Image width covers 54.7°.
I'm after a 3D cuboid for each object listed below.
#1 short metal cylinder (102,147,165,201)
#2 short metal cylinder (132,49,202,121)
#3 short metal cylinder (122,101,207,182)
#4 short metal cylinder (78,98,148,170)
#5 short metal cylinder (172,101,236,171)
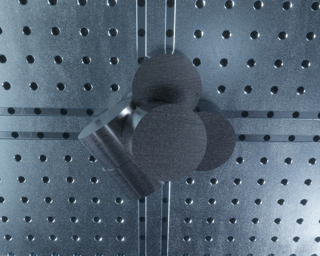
[{"bbox_3d":[-0.027,0.047,0.401,0.080,0.080,0.050,-32,107,11],"label":"short metal cylinder"},{"bbox_3d":[0.008,-0.054,0.379,0.081,0.050,0.079,0,110,-1],"label":"short metal cylinder"},{"bbox_3d":[0.003,0.012,0.336,0.081,0.050,0.079,-3,98,-18],"label":"short metal cylinder"},{"bbox_3d":[-0.053,0.007,0.386,0.080,0.080,0.050,-32,107,11],"label":"short metal cylinder"},{"bbox_3d":[0.053,0.009,0.403,0.081,0.050,0.079,0,110,-1],"label":"short metal cylinder"}]
